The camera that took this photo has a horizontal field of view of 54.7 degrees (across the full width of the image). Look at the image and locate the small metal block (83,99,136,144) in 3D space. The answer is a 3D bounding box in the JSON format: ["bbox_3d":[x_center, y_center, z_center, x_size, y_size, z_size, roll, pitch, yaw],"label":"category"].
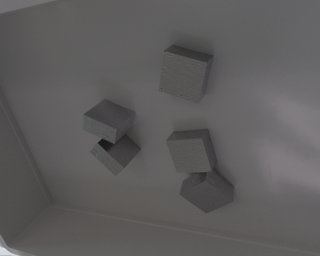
[{"bbox_3d":[-0.069,-0.010,0.423,0.050,0.050,0.025,23,127,14],"label":"small metal block"}]

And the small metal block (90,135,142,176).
[{"bbox_3d":[-0.063,0.032,0.446,0.050,0.050,0.025,44,129,-3],"label":"small metal block"}]

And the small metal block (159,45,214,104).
[{"bbox_3d":[0.029,-0.062,0.355,0.050,0.025,0.050,19,126,16],"label":"small metal block"}]

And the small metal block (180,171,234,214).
[{"bbox_3d":[0.064,0.085,0.420,0.050,0.025,0.050,38,131,-16],"label":"small metal block"}]

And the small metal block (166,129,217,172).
[{"bbox_3d":[0.042,0.030,0.405,0.050,0.025,0.050,-5,116,30],"label":"small metal block"}]
